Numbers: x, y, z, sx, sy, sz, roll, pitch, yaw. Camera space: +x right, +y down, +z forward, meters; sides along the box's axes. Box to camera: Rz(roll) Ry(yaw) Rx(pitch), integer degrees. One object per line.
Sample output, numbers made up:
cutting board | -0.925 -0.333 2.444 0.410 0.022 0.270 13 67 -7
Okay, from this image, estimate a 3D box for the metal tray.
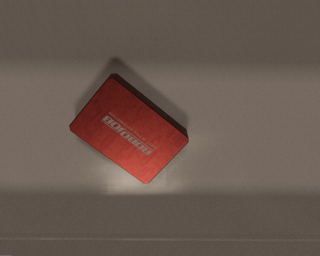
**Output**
metal tray | -0.039 0.003 0.409 0.130 0.030 0.090 38 105 -14
